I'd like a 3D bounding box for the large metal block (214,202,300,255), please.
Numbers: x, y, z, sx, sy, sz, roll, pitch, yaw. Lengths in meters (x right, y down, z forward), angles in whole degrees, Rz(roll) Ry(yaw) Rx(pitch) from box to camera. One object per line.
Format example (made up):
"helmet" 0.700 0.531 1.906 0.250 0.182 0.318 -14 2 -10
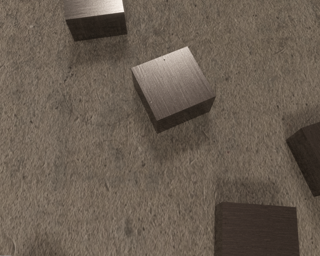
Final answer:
"large metal block" 0.106 0.129 0.349 0.081 0.050 0.080 4 70 1

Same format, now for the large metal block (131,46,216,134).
"large metal block" 0.016 -0.050 0.413 0.080 0.050 0.080 -23 72 -9

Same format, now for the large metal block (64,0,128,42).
"large metal block" -0.096 -0.182 0.460 0.081 0.050 0.080 -9 70 -4

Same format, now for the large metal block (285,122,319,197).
"large metal block" 0.220 0.032 0.386 0.081 0.050 0.080 -17 71 -7
